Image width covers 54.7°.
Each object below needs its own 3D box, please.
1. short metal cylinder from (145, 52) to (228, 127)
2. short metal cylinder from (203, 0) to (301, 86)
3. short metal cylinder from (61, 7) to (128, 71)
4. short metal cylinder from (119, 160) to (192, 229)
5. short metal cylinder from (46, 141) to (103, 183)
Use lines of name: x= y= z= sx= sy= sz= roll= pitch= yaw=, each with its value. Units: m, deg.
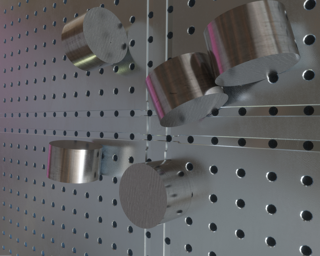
short metal cylinder: x=0.029 y=-0.041 z=0.349 sx=0.080 sy=0.081 sz=0.050 roll=-33 pitch=70 yaw=35
short metal cylinder: x=0.087 y=-0.078 z=0.301 sx=0.080 sy=0.081 sz=0.050 roll=-19 pitch=78 yaw=38
short metal cylinder: x=-0.094 y=-0.127 z=0.451 sx=0.050 sy=0.081 sz=0.080 roll=-8 pitch=85 yaw=40
short metal cylinder: x=-0.006 y=0.083 z=0.399 sx=0.080 sy=0.050 sz=0.079 roll=0 pitch=90 yaw=40
short metal cylinder: x=-0.132 y=0.050 z=0.483 sx=0.080 sy=0.081 sz=0.050 roll=11 pitch=97 yaw=39
